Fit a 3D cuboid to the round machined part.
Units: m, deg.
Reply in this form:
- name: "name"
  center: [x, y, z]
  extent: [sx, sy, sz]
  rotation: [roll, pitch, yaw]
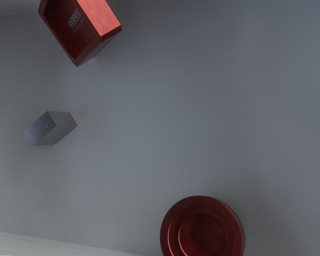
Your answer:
- name: "round machined part"
  center: [0.053, 0.132, 0.375]
  extent: [0.098, 0.042, 0.098]
  rotation: [-5, 76, 21]

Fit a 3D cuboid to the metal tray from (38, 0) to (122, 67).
- name: "metal tray"
  center: [-0.104, -0.134, 0.383]
  extent: [0.030, 0.130, 0.090]
  rotation: [-39, 104, -23]

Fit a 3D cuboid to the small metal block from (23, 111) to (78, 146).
- name: "small metal block"
  center: [-0.158, 0.001, 0.451]
  extent: [0.050, 0.050, 0.025]
  rotation: [-37, 79, 16]
